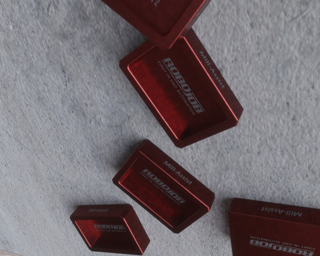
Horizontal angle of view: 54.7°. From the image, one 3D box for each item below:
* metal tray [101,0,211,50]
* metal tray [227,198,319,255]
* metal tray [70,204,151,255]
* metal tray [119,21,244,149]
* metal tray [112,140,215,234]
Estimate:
[{"bbox_3d":[0.013,-0.149,0.280,0.090,0.030,0.129,40,112,1],"label":"metal tray"},{"bbox_3d":[0.161,0.144,0.408,0.130,0.030,0.089,2,120,26],"label":"metal tray"},{"bbox_3d":[-0.092,0.184,0.563,0.130,0.030,0.090,-10,114,32],"label":"metal tray"},{"bbox_3d":[0.024,-0.047,0.360,0.090,0.030,0.130,-27,104,37],"label":"metal tray"},{"bbox_3d":[0.003,0.088,0.455,0.130,0.030,0.089,39,129,1],"label":"metal tray"}]
